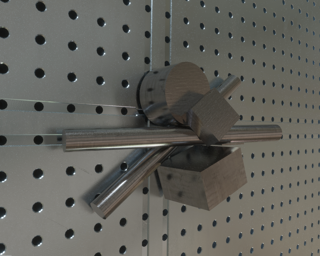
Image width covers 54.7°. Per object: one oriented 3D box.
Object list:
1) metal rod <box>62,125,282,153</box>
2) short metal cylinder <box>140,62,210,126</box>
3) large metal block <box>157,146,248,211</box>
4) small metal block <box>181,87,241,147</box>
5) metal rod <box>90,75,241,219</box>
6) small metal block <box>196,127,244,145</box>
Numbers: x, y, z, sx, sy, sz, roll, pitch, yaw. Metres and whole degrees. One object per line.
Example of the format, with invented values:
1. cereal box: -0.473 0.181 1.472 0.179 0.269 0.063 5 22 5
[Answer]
1. metal rod: 0.036 0.010 0.389 0.303 0.025 0.025 -1 91 -27
2. short metal cylinder: 0.021 -0.043 0.406 0.081 0.050 0.080 1 89 -40
3. large metal block: 0.056 0.062 0.415 0.081 0.080 0.050 -23 105 -38
4. small metal block: 0.063 -0.014 0.382 0.050 0.025 0.050 49 59 -3
5. metal rod: 0.026 0.009 0.428 0.302 0.025 0.025 -42 116 -32
6. small metal block: 0.090 0.012 0.464 0.050 0.050 0.025 0 90 -39
